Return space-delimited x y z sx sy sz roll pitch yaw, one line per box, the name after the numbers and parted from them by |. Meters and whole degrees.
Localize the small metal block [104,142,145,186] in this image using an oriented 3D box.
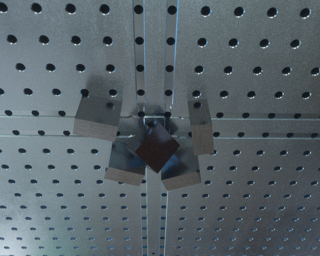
-0.048 0.050 0.437 0.050 0.050 0.025 16 129 -13 | small metal block

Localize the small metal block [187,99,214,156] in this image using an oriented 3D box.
0.052 -0.001 0.395 0.025 0.050 0.050 -7 130 6 | small metal block

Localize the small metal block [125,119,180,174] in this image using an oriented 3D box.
-0.009 0.024 0.415 0.050 0.025 0.050 -51 123 -14 | small metal block

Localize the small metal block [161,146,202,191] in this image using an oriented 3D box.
0.029 0.058 0.445 0.050 0.050 0.025 -16 128 13 | small metal block

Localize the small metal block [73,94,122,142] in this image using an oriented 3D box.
-0.076 -0.013 0.383 0.050 0.050 0.025 12 129 -10 | small metal block
